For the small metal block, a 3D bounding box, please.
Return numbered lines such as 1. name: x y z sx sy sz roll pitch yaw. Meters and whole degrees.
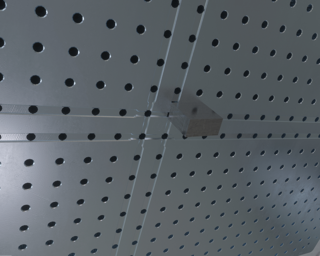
1. small metal block: 0.046 -0.012 0.412 0.050 0.050 0.025 -3 120 -27
